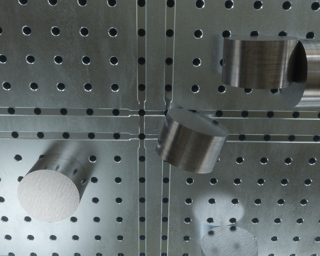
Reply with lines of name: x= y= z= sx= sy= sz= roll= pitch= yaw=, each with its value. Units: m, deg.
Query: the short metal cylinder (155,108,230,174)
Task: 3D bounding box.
short metal cylinder: x=0.040 y=0.014 z=0.390 sx=0.080 sy=0.080 sz=0.050 roll=17 pitch=109 yaw=-7

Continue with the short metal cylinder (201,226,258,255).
short metal cylinder: x=0.102 y=0.190 z=0.456 sx=0.080 sy=0.080 sz=0.050 roll=-6 pitch=110 yaw=2

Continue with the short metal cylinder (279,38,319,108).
short metal cylinder: x=0.179 y=-0.064 z=0.363 sx=0.050 sy=0.080 sz=0.079 roll=-1 pitch=110 yaw=0

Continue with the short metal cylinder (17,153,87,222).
short metal cylinder: x=-0.146 y=0.081 z=0.428 sx=0.081 sy=0.050 sz=0.079 roll=0 pitch=110 yaw=-1

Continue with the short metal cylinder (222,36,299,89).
short metal cylinder: x=0.113 y=-0.078 z=0.357 sx=0.081 sy=0.080 sz=0.050 roll=-1 pitch=110 yaw=0
